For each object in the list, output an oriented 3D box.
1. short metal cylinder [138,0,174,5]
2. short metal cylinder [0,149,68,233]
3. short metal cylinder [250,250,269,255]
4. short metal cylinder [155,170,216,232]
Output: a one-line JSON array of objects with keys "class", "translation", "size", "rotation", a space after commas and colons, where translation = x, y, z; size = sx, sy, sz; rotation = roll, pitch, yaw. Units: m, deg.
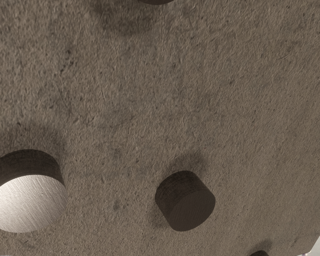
[{"class": "short metal cylinder", "translation": [-0.011, -0.160, 0.286], "size": [0.081, 0.050, 0.079], "rotation": [-14, 125, -21]}, {"class": "short metal cylinder", "translation": [-0.151, 0.071, 0.353], "size": [0.081, 0.050, 0.079], "rotation": [-14, 125, -21]}, {"class": "short metal cylinder", "translation": [0.237, 0.339, 0.734], "size": [0.081, 0.050, 0.079], "rotation": [-14, 125, -21]}, {"class": "short metal cylinder", "translation": [0.039, 0.114, 0.485], "size": [0.081, 0.050, 0.079], "rotation": [-14, 125, -21]}]
